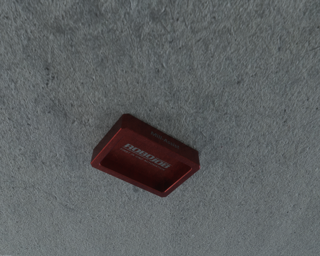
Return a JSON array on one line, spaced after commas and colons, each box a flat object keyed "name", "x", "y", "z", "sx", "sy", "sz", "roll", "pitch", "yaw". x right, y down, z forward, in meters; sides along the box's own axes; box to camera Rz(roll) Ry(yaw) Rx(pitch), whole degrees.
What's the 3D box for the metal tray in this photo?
[{"name": "metal tray", "x": -0.020, "y": 0.044, "z": 0.443, "sx": 0.131, "sy": 0.030, "sz": 0.090, "roll": 29, "pitch": 124, "yaw": -23}]
